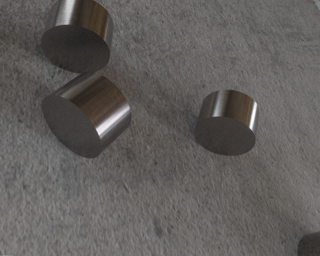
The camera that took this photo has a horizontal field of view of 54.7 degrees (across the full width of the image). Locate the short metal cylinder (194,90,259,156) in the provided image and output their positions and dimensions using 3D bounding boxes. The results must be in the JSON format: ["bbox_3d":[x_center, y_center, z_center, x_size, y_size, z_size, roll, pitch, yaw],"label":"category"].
[{"bbox_3d":[0.092,-0.006,0.424,0.080,0.080,0.050,29,52,-10],"label":"short metal cylinder"}]

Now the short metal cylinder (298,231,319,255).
[{"bbox_3d":[0.232,0.176,0.408,0.081,0.050,0.080,14,56,-21],"label":"short metal cylinder"}]

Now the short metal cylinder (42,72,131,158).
[{"bbox_3d":[-0.079,-0.014,0.335,0.080,0.080,0.050,42,51,0],"label":"short metal cylinder"}]

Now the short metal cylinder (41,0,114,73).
[{"bbox_3d":[-0.100,-0.113,0.385,0.081,0.080,0.050,14,56,-21],"label":"short metal cylinder"}]
